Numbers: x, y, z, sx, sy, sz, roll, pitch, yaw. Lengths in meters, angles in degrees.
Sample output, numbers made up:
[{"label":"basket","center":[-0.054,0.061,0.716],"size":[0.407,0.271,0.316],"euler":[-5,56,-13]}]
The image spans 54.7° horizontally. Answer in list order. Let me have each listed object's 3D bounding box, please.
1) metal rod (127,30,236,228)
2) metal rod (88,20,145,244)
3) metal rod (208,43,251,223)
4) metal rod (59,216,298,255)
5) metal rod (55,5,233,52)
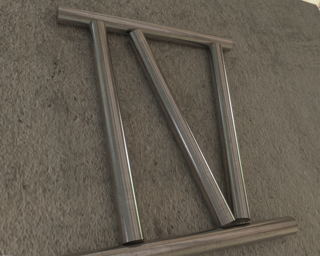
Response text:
[{"label":"metal rod","center":[0.022,-0.012,0.425],"size":[0.025,0.025,0.299],"euler":[-12,68,-34]},{"label":"metal rod","center":[-0.059,-0.014,0.382],"size":[0.025,0.025,0.299],"euler":[1,61,-28]},{"label":"metal rod","center":[0.099,-0.012,0.467],"size":[0.025,0.025,0.299],"euler":[13,56,-22]},{"label":"metal rod","center":[0.044,0.130,0.350],"size":[0.303,0.025,0.025],"euler":[1,62,-28]},{"label":"metal rod","center":[-0.008,-0.154,0.496],"size":[0.303,0.025,0.025],"euler":[1,62,-28]}]
